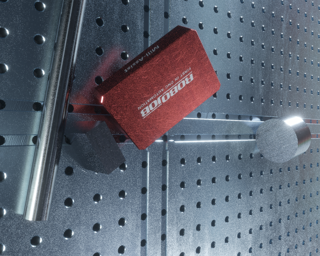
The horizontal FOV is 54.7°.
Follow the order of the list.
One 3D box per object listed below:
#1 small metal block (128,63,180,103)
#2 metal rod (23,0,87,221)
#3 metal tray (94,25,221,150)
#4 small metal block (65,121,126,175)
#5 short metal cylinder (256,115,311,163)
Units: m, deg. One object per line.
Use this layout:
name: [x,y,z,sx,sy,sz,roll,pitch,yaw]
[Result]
small metal block: [-0.006,-0.055,0.389,0.050,0.050,0.025,30,72,-37]
metal rod: [-0.103,-0.058,0.324,0.025,0.025,0.298,13,82,-40]
metal tray: [0.001,-0.046,0.366,0.130,0.030,0.090,-39,127,-7]
small metal block: [-0.071,0.020,0.335,0.025,0.050,0.050,-39,114,-33]
short metal cylinder: [0.224,0.019,0.565,0.050,0.080,0.079,-13,99,-40]
